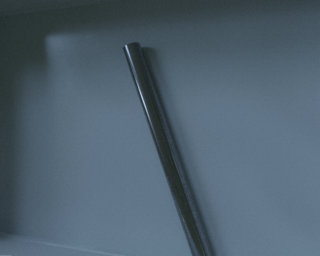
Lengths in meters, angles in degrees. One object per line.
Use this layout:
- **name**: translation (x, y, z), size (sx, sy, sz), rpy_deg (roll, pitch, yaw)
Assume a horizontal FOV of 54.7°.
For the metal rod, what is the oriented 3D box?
- **metal rod**: translation (0.009, 0.029, 0.406), size (0.025, 0.025, 0.299), rpy_deg (-21, 83, 18)
